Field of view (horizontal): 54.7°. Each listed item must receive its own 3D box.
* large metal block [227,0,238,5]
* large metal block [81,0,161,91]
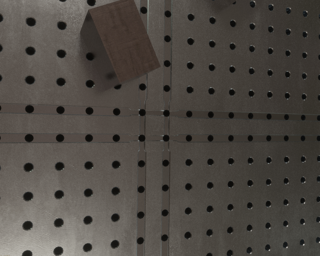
[{"bbox_3d":[0.120,-0.240,0.445,0.080,0.050,0.080,-40,103,-16],"label":"large metal block"},{"bbox_3d":[-0.050,-0.094,0.366,0.050,0.080,0.080,-25,99,-18],"label":"large metal block"}]
